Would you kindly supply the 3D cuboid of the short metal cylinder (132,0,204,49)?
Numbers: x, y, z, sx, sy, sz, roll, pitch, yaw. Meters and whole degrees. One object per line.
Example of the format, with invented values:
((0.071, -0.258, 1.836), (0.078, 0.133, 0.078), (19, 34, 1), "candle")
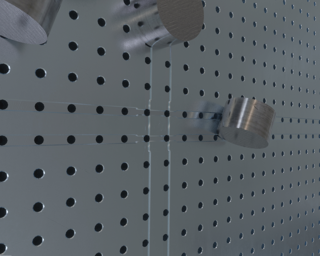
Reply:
((0.011, -0.148, 0.401), (0.081, 0.050, 0.079), (0, 90, -40), "short metal cylinder")

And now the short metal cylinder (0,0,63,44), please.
((-0.128, -0.115, 0.265), (0.080, 0.080, 0.050), (25, 74, -37), "short metal cylinder")

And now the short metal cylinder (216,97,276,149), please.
((0.135, -0.006, 0.486), (0.080, 0.080, 0.050), (33, 70, -35), "short metal cylinder")
